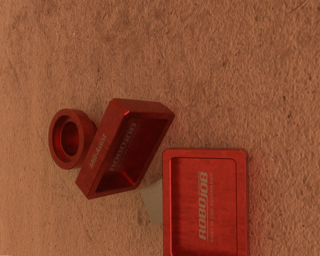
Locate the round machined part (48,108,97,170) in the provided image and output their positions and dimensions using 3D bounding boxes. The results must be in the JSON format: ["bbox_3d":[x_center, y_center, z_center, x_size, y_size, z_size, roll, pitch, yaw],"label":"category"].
[{"bbox_3d":[-0.138,0.017,0.508,0.098,0.042,0.097,0,90,40],"label":"round machined part"}]

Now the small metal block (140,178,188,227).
[{"bbox_3d":[0.007,0.093,0.399,0.050,0.025,0.050,-33,69,35],"label":"small metal block"}]

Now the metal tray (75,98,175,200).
[{"bbox_3d":[-0.044,0.027,0.399,0.030,0.091,0.129,41,115,32],"label":"metal tray"}]

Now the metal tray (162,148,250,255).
[{"bbox_3d":[0.050,0.087,0.342,0.090,0.030,0.129,-1,90,21],"label":"metal tray"}]
